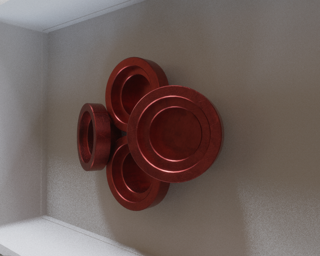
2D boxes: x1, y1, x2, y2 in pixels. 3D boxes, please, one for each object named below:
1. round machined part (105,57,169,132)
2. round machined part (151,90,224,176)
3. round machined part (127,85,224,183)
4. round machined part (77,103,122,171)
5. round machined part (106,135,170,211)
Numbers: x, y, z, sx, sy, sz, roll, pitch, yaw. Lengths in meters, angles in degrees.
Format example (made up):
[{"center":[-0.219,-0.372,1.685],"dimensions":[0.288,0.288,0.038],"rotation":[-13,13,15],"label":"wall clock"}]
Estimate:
[{"center":[-0.025,-0.042,0.414],"dimensions":[0.098,0.042,0.097],"rotation":[0,90,40],"label":"round machined part"},{"center":[0.025,0.006,0.359],"dimensions":[0.098,0.042,0.097],"rotation":[0,89,17],"label":"round machined part"},{"center":[0.018,0.006,0.328],"dimensions":[0.098,0.042,0.097],"rotation":[0,90,18],"label":"round machined part"},{"center":[-0.088,0.013,0.453],"dimensions":[0.098,0.042,0.097],"rotation":[-1,88,61],"label":"round machined part"},{"center":[-0.023,0.057,0.412],"dimensions":[0.098,0.042,0.097],"rotation":[0,90,40],"label":"round machined part"}]
